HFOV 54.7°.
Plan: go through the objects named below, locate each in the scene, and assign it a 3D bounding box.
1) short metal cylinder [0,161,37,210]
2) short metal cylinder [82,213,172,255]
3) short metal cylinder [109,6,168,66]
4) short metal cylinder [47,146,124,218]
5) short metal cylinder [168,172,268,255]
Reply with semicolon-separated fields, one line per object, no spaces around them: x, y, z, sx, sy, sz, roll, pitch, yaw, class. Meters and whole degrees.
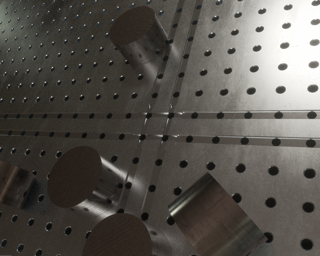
-0.226;0.080;0.440;0.080;0.080;0.050;4;64;29;short metal cylinder
-0.034;0.136;0.325;0.080;0.050;0.080;-13;56;20;short metal cylinder
-0.034;-0.148;0.499;0.080;0.050;0.080;-13;57;21;short metal cylinder
-0.095;0.069;0.398;0.080;0.050;0.080;-13;56;20;short metal cylinder
0.053;0.088;0.291;0.050;0.080;0.080;-41;51;0;short metal cylinder
